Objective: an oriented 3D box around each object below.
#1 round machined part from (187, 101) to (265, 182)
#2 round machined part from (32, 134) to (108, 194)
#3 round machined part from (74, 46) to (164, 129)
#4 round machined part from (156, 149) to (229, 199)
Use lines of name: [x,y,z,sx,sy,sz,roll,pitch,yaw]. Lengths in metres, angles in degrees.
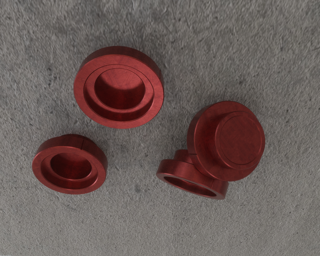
round machined part: [0.085,0.015,0.372,0.099,0.098,0.042,22,168,-18]
round machined part: [-0.122,0.046,0.434,0.099,0.042,0.097,0,130,0]
round machined part: [-0.044,-0.049,0.354,0.099,0.042,0.097,0,130,0]
round machined part: [0.048,0.062,0.429,0.098,0.042,0.098,19,162,7]
